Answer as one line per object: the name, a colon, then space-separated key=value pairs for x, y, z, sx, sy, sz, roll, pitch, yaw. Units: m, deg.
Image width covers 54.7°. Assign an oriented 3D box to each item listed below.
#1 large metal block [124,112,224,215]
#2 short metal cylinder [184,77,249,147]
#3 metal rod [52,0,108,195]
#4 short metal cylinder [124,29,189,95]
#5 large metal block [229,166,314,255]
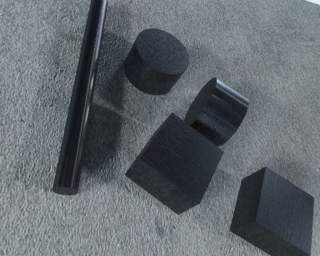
large metal block: x=0.018 y=0.042 z=0.372 sx=0.080 sy=0.050 sz=0.080 roll=37 pitch=51 yaw=-3
short metal cylinder: x=0.075 y=-0.021 z=0.422 sx=0.050 sy=0.080 sz=0.080 roll=30 pitch=52 yaw=-9
metal rod: x=-0.094 y=-0.063 z=0.391 sx=0.025 sy=0.025 sz=0.299 roll=14 pitch=56 yaw=-20
short metal cylinder: x=-0.005 y=-0.094 z=0.442 sx=0.081 sy=0.050 sz=0.080 roll=14 pitch=56 yaw=-21
large metal block: x=0.146 y=0.110 z=0.399 sx=0.080 sy=0.050 sz=0.080 roll=33 pitch=52 yaw=-7
